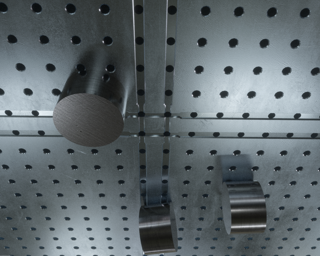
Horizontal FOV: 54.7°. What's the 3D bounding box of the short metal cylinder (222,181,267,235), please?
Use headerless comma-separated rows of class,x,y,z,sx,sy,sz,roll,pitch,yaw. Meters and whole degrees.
short metal cylinder,0.128,0.123,0.483,0.050,0.080,0.079,-3,130,2

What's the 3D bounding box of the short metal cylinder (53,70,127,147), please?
short metal cylinder,-0.082,-0.023,0.375,0.081,0.050,0.079,0,130,0

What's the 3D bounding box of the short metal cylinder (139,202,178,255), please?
short metal cylinder,-0.001,0.168,0.519,0.050,0.080,0.080,-9,130,7
